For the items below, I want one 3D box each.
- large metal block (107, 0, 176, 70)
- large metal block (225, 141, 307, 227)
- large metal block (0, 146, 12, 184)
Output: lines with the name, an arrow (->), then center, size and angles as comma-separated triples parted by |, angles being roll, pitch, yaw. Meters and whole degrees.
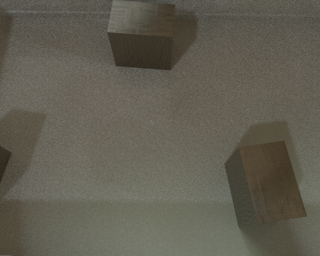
large metal block -> -0.022, -0.124, 0.426 | 0.080, 0.080, 0.050 | 5, 70, 2
large metal block -> 0.115, 0.067, 0.356 | 0.050, 0.080, 0.080 | -8, 70, -3
large metal block -> -0.229, 0.051, 0.360 | 0.050, 0.080, 0.080 | 10, 70, 4
